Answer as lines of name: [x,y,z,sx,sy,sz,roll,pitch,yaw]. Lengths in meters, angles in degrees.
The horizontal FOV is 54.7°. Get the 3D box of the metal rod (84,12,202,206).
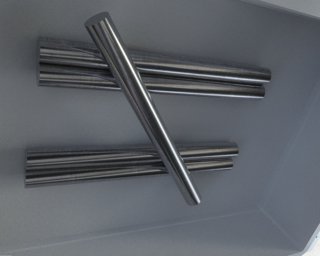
metal rod: [-0.004,0.004,0.375,0.025,0.025,0.299,-33,129,-7]

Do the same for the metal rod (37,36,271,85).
metal rod: [0.016,-0.074,0.369,0.303,0.025,0.025,0,118,-29]

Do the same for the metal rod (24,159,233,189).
metal rod: [-0.023,0.057,0.429,0.303,0.025,0.025,0,119,-29]

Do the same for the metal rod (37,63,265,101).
metal rod: [0.012,-0.053,0.380,0.303,0.025,0.025,0,118,-29]

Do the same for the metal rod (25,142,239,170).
metal rod: [-0.017,0.035,0.418,0.303,0.025,0.025,0,119,-29]
